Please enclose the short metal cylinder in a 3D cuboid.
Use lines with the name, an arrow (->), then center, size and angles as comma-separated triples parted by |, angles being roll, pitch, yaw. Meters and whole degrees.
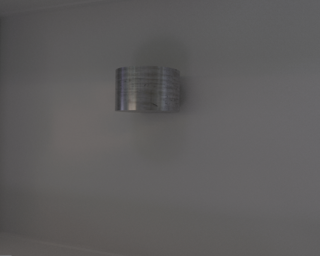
short metal cylinder -> -0.015, -0.045, 0.387 | 0.080, 0.080, 0.050 | 1, 91, 20
